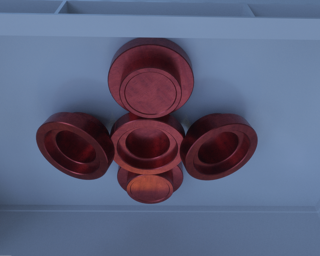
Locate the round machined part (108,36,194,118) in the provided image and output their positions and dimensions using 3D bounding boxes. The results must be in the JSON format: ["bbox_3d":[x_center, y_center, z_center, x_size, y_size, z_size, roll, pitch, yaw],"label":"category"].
[{"bbox_3d":[-0.010,-0.050,0.353,0.099,0.042,0.097,0,130,0],"label":"round machined part"}]

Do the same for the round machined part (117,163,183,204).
[{"bbox_3d":[-0.015,0.076,0.460,0.099,0.042,0.097,0,130,0],"label":"round machined part"}]

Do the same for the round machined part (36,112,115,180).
[{"bbox_3d":[-0.104,0.018,0.400,0.098,0.042,0.097,11,131,13],"label":"round machined part"}]

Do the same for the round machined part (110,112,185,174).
[{"bbox_3d":[-0.016,0.013,0.406,0.099,0.042,0.097,0,130,0],"label":"round machined part"}]

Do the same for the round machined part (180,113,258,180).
[{"bbox_3d":[0.072,0.020,0.402,0.099,0.042,0.097,-11,132,-13],"label":"round machined part"}]
